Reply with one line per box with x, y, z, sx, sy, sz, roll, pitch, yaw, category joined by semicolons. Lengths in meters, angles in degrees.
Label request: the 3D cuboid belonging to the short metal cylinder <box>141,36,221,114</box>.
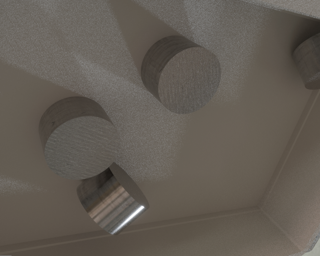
0.024;-0.063;0.366;0.081;0.050;0.079;-14;124;-21;short metal cylinder

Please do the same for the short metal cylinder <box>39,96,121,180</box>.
-0.091;0.011;0.349;0.081;0.050;0.079;-14;124;-21;short metal cylinder

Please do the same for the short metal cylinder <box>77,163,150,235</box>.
-0.059;0.087;0.395;0.050;0.080;0.080;-41;129;0;short metal cylinder

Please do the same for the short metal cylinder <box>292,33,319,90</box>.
0.237;-0.096;0.437;0.081;0.050;0.080;-11;160;-4;short metal cylinder
